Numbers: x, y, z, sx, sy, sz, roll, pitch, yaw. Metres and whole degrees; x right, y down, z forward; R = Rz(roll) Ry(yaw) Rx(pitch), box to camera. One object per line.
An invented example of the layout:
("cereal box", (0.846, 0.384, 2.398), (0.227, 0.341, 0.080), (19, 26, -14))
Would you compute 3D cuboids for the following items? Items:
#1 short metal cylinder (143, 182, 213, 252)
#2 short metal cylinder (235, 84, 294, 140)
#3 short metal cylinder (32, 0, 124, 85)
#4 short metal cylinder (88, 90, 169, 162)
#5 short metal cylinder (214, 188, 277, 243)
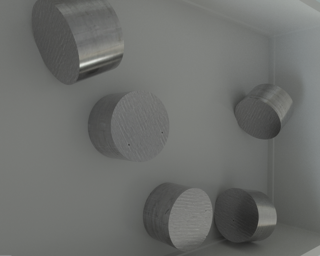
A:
("short metal cylinder", (0.025, 0.116, 0.413), (0.081, 0.050, 0.079), (0, 90, -40))
("short metal cylinder", (0.175, -0.027, 0.521), (0.050, 0.080, 0.080), (-41, 115, -32))
("short metal cylinder", (-0.081, -0.088, 0.304), (0.050, 0.080, 0.080), (-30, 109, -36))
("short metal cylinder", (-0.036, -0.002, 0.362), (0.081, 0.050, 0.079), (0, 90, -40))
("short metal cylinder", (0.133, 0.136, 0.486), (0.050, 0.080, 0.080), (15, 81, -40))
